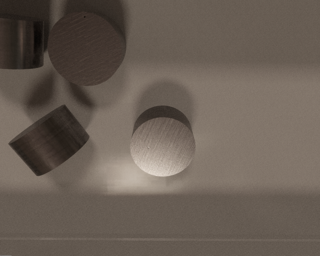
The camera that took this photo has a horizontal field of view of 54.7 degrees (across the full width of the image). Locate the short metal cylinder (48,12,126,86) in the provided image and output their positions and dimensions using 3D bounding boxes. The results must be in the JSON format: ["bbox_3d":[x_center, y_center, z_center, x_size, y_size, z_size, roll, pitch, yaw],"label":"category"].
[{"bbox_3d":[-0.082,-0.094,0.362,0.081,0.050,0.079,0,110,-1],"label":"short metal cylinder"}]

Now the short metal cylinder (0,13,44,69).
[{"bbox_3d":[-0.172,-0.099,0.343,0.081,0.080,0.050,8,110,-3],"label":"short metal cylinder"}]

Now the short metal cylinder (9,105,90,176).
[{"bbox_3d":[-0.136,0.014,0.385,0.080,0.080,0.050,-31,108,10],"label":"short metal cylinder"}]

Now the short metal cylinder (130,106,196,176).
[{"bbox_3d":[0.003,0.016,0.404,0.081,0.050,0.079,0,110,-1],"label":"short metal cylinder"}]
